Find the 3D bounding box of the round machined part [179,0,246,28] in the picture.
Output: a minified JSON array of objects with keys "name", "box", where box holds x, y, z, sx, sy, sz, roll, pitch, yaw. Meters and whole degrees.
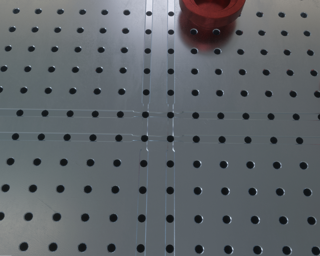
[{"name":"round machined part","box":[0.078,-0.193,0.474,0.099,0.042,0.098,0,70,0]}]
